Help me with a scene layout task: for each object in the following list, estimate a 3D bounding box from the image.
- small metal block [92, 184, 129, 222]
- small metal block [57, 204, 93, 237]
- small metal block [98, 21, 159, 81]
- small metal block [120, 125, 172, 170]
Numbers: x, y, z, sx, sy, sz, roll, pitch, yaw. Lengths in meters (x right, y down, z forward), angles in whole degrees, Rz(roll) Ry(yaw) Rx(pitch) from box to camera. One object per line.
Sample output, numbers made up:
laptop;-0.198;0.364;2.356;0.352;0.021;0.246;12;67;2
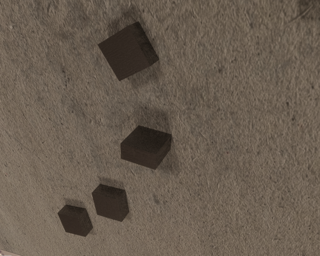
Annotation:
small metal block;-0.084;0.127;0.528;0.050;0.025;0.050;8;122;23
small metal block;-0.164;0.180;0.602;0.050;0.025;0.050;3;120;26
small metal block;-0.037;-0.091;0.369;0.050;0.025;0.050;-19;109;35
small metal block;-0.018;0.025;0.414;0.050;0.050;0.025;16;125;19
